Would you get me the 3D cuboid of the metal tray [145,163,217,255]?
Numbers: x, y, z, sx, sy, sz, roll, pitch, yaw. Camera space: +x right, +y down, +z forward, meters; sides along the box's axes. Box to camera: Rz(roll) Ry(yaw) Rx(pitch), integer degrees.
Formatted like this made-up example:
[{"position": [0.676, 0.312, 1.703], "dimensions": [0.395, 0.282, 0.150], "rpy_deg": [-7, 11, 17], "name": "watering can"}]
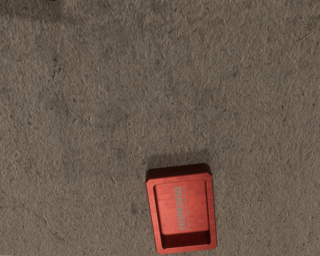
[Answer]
[{"position": [0.033, 0.119, 0.451], "dimensions": [0.091, 0.030, 0.129], "rpy_deg": [-7, 110, 2], "name": "metal tray"}]
